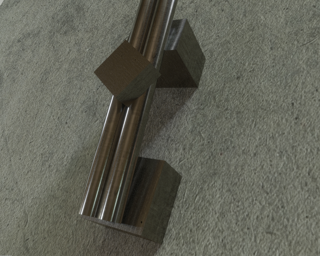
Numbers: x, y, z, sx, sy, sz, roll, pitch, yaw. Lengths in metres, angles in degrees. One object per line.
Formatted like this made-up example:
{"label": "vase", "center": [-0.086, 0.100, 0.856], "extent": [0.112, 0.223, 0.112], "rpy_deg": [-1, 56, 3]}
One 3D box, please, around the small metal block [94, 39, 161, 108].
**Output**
{"label": "small metal block", "center": [-0.036, -0.059, 0.335], "extent": [0.050, 0.025, 0.050], "rpy_deg": [-45, 56, 4]}

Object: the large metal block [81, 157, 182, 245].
{"label": "large metal block", "center": [-0.031, 0.078, 0.356], "extent": [0.080, 0.050, 0.080], "rpy_deg": [5, 64, 30]}

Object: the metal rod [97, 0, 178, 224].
{"label": "metal rod", "center": [-0.017, -0.047, 0.350], "extent": [0.025, 0.025, 0.299], "rpy_deg": [3, 70, 29]}

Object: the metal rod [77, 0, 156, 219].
{"label": "metal rod", "center": [-0.040, -0.049, 0.362], "extent": [0.025, 0.025, 0.299], "rpy_deg": [3, 70, 29]}

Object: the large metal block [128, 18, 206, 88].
{"label": "large metal block", "center": [0.008, -0.098, 0.426], "extent": [0.080, 0.080, 0.050], "rpy_deg": [3, 64, 30]}
